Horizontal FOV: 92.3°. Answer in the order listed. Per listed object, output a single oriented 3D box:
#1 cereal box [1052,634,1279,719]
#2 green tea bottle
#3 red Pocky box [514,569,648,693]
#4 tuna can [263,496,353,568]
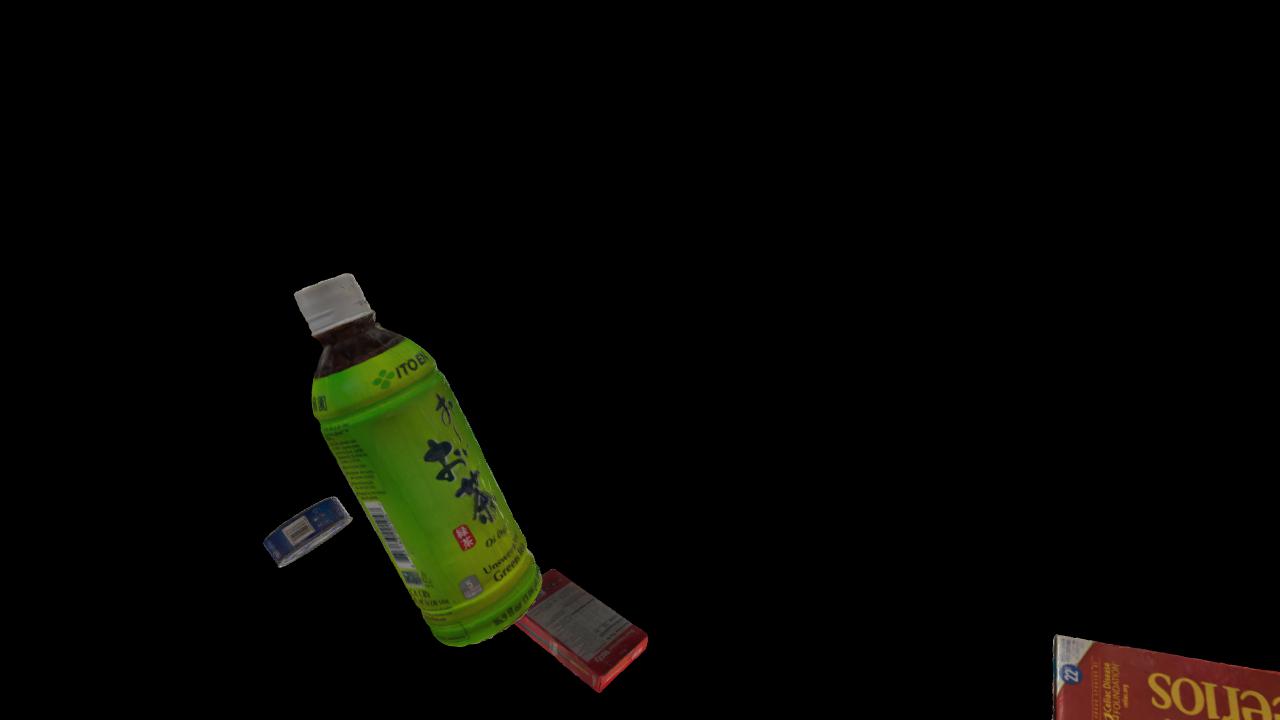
[{"bbox_3d":[0.449,0.277,0.380,0.306,0.081,0.203,-7,-49,42],"label":"cereal box"},{"bbox_3d":[-0.127,0.055,0.343,0.073,0.212,0.073,-21,15,6],"label":"green tea bottle"},{"bbox_3d":[-0.075,0.302,0.701,0.155,0.028,0.083,22,24,33],"label":"red Pocky box"},{"bbox_3d":[-0.363,0.187,0.673,0.084,0.034,0.084,-37,-2,-1],"label":"tuna can"}]
